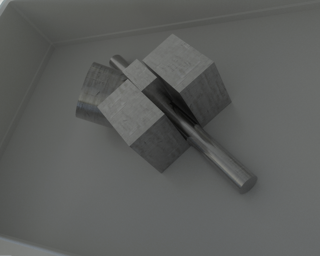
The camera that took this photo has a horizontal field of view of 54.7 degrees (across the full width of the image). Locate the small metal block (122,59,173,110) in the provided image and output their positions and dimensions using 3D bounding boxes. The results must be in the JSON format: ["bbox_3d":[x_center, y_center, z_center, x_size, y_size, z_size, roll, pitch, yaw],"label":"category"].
[{"bbox_3d":[-0.015,-0.054,0.398,0.025,0.050,0.050,-42,51,0],"label":"small metal block"}]

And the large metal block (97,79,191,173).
[{"bbox_3d":[-0.019,-0.001,0.379,0.050,0.080,0.080,-43,51,-1],"label":"large metal block"}]

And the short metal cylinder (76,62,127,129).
[{"bbox_3d":[-0.078,-0.045,0.427,0.050,0.080,0.080,18,66,-7],"label":"short metal cylinder"}]

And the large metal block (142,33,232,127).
[{"bbox_3d":[0.035,-0.058,0.386,0.050,0.080,0.080,-42,51,-1],"label":"large metal block"}]

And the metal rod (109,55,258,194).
[{"bbox_3d":[0.010,-0.025,0.414,0.025,0.025,0.300,-43,51,-2],"label":"metal rod"}]
